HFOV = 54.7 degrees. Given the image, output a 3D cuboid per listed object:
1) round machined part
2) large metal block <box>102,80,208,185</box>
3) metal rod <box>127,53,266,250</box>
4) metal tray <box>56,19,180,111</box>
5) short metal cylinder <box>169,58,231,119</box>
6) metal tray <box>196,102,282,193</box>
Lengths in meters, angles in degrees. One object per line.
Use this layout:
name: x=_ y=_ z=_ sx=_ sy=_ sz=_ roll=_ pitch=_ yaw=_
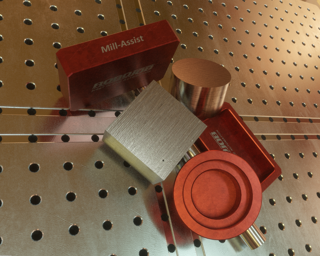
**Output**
round machined part: x=0.064 y=0.077 z=0.362 sx=0.099 sy=0.042 sz=0.098 roll=0 pitch=78 yaw=1
large metal block: x=-0.008 y=0.006 z=0.356 sx=0.080 sy=0.050 sz=0.080 roll=41 pitch=69 yaw=-1
metal rod: x=0.033 y=0.023 z=0.407 sx=0.025 sy=0.025 sz=0.299 roll=-28 pitch=77 yaw=-37
metal tray: x=-0.049 y=-0.071 z=0.361 sx=0.131 sy=0.090 sz=0.030 roll=-23 pitch=76 yaw=-21
short metal cylinder: x=0.053 y=-0.056 z=0.432 sx=0.081 sy=0.050 sz=0.080 roll=5 pitch=39 yaw=-4
metal tray: x=0.100 y=0.034 z=0.433 sx=0.091 sy=0.030 sz=0.130 roll=-28 pitch=77 yaw=-37
